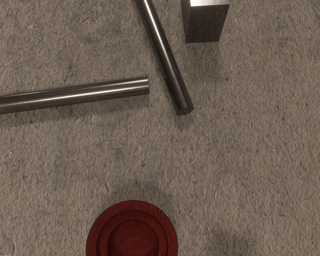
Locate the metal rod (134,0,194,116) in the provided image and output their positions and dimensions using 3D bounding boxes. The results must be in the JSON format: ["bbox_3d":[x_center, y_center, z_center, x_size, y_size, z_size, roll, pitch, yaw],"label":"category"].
[{"bbox_3d":[-0.012,-0.156,0.464,0.025,0.025,0.299,-17,71,-6],"label":"metal rod"}]

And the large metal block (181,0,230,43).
[{"bbox_3d":[0.061,-0.181,0.446,0.050,0.080,0.080,-4,70,-2],"label":"large metal block"}]

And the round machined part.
[{"bbox_3d":[-0.030,0.134,0.350,0.099,0.042,0.098,0,70,-1],"label":"round machined part"}]

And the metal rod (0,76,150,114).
[{"bbox_3d":[-0.166,-0.038,0.419,0.302,0.025,0.025,-8,70,-4],"label":"metal rod"}]
